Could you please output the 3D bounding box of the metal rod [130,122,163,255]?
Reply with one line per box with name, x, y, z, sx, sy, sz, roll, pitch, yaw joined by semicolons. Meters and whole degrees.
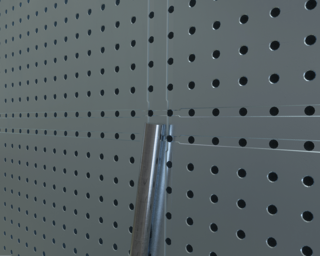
metal rod;-0.026;0.142;0.431;0.025;0.025;0.298;11;97;39
